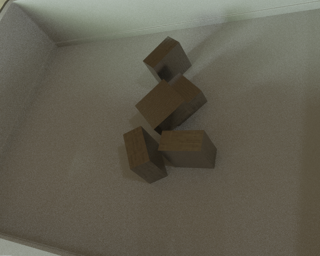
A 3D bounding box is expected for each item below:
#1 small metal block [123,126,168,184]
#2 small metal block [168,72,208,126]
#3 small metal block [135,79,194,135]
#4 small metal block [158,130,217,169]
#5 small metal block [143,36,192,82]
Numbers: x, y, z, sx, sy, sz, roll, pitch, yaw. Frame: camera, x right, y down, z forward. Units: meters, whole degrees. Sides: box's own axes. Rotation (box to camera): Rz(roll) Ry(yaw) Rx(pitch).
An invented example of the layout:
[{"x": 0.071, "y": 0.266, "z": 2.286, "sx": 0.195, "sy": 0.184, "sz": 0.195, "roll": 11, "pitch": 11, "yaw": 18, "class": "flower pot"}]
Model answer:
[{"x": -0.018, "y": 0.033, "z": 0.379, "sx": 0.025, "sy": 0.050, "sz": 0.050, "roll": -26, "pitch": 53, "yaw": 12, "class": "small metal block"}, {"x": 0.026, "y": -0.039, "z": 0.416, "sx": 0.050, "sy": 0.025, "sz": 0.050, "roll": -42, "pitch": 51, "yaw": -1, "class": "small metal block"}, {"x": 0.005, "y": -0.025, "z": 0.387, "sx": 0.050, "sy": 0.025, "sz": 0.050, "roll": -43, "pitch": 51, "yaw": 5, "class": "small metal block"}, {"x": 0.033, "y": 0.025, "z": 0.357, "sx": 0.050, "sy": 0.050, "sz": 0.025, "roll": -1, "pitch": 61, "yaw": 27, "class": "small metal block"}, {"x": 0.011, "y": -0.092, "z": 0.440, "sx": 0.050, "sy": 0.050, "sz": 0.025, "roll": -46, "pitch": 51, "yaw": -4, "class": "small metal block"}]
